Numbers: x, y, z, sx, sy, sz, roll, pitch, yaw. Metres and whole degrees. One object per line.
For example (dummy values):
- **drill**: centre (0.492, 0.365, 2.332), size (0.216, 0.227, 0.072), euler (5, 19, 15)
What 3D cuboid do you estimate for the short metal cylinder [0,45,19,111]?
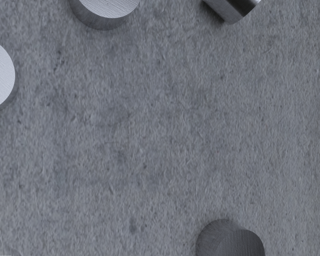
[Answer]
- **short metal cylinder**: centre (-0.194, -0.053, 0.324), size (0.081, 0.050, 0.079), euler (0, 90, -21)

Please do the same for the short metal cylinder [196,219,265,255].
- **short metal cylinder**: centre (0.097, 0.174, 0.434), size (0.081, 0.050, 0.079), euler (0, 90, -21)

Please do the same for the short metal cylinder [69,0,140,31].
- **short metal cylinder**: centre (-0.067, -0.164, 0.371), size (0.081, 0.050, 0.079), euler (0, 90, -21)

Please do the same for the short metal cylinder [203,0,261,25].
- **short metal cylinder**: centre (0.104, -0.189, 0.419), size (0.050, 0.080, 0.080), euler (37, 78, -17)
